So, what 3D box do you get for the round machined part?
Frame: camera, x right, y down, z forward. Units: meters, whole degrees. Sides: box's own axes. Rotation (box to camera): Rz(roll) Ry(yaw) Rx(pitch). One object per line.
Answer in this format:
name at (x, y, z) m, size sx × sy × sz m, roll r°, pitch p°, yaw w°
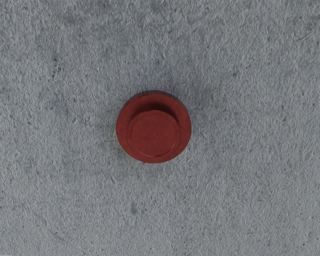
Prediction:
round machined part at (-0.008, 0.003, 0.403) m, size 0.099 × 0.042 × 0.097 m, roll 0°, pitch 110°, yaw -1°
